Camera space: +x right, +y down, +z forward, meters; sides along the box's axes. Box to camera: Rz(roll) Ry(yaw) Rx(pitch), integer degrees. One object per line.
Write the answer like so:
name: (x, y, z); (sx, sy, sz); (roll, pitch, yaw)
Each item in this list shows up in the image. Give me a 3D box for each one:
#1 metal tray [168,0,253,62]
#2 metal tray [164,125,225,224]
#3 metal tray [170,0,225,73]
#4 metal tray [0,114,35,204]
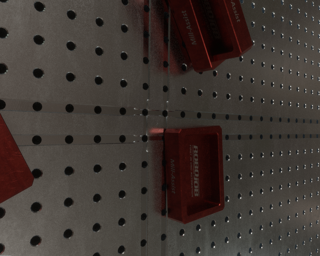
metal tray: (0.063, -0.156, 0.420); (0.030, 0.090, 0.129); (-38, 113, -33)
metal tray: (0.052, 0.063, 0.452); (0.091, 0.030, 0.129); (-5, 93, -40)
metal tray: (0.064, -0.157, 0.449); (0.091, 0.030, 0.129); (-42, 118, -42)
metal tray: (-0.177, 0.036, 0.235); (0.131, 0.030, 0.090); (-32, 101, -46)
